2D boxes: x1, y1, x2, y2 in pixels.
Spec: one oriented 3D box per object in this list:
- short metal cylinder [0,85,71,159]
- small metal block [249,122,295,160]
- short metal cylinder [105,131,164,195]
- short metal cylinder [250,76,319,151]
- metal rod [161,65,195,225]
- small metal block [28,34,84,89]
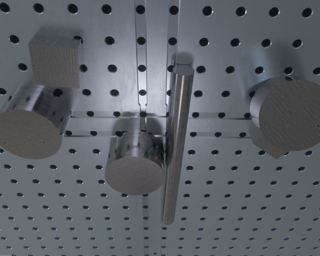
[{"bbox_3d":[-0.158,-0.006,0.388,0.081,0.050,0.079,0,130,0],"label":"short metal cylinder"},{"bbox_3d":[0.160,0.010,0.422,0.050,0.025,0.050,31,123,-24],"label":"small metal block"},{"bbox_3d":[-0.034,0.050,0.438,0.081,0.050,0.079,0,130,0],"label":"short metal cylinder"},{"bbox_3d":[0.151,-0.019,0.361,0.080,0.050,0.079,1,105,5],"label":"short metal cylinder"},{"bbox_3d":[0.020,0.047,0.451,0.025,0.025,0.298,2,130,-2],"label":"metal rod"},{"bbox_3d":[-0.114,-0.074,0.347,0.050,0.025,0.050,5,130,-4],"label":"small metal block"}]
